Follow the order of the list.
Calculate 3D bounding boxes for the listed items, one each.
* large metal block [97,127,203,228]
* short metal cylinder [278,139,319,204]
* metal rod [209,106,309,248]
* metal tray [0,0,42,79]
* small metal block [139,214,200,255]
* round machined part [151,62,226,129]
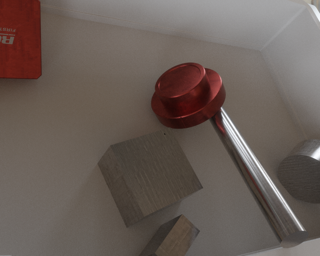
[{"bbox_3d":[-0.012,0.054,0.351,0.081,0.050,0.080,-17,71,-35],"label":"large metal block"},{"bbox_3d":[0.224,0.063,0.455,0.050,0.080,0.080,-32,80,-38],"label":"short metal cylinder"},{"bbox_3d":[0.081,0.003,0.375,0.025,0.025,0.300,11,34,-23],"label":"metal rod"},{"bbox_3d":[-0.197,-0.099,0.325,0.131,0.030,0.089,-3,102,-30],"label":"metal tray"},{"bbox_3d":[0.008,0.122,0.321,0.025,0.050,0.050,44,51,2],"label":"small metal block"},{"bbox_3d":[0.032,-0.049,0.406,0.042,0.098,0.098,60,38,-39],"label":"round machined part"}]
